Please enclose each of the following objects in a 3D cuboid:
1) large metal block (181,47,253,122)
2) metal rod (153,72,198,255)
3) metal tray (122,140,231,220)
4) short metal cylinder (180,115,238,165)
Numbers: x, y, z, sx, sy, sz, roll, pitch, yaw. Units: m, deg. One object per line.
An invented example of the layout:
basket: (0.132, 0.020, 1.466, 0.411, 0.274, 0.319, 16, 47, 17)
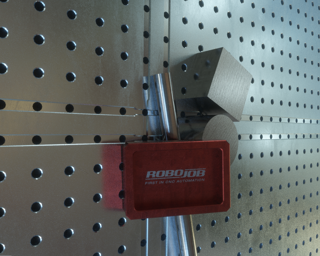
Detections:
large metal block: (0.088, -0.062, 0.469, 0.080, 0.050, 0.080, 31, 71, -36)
metal rod: (0.025, 0.074, 0.432, 0.025, 0.025, 0.298, -15, 100, -39)
metal tray: (0.021, 0.061, 0.387, 0.131, 0.030, 0.089, -1, 92, -12)
short metal cylinder: (0.070, 0.021, 0.454, 0.081, 0.050, 0.079, 0, 90, -40)
